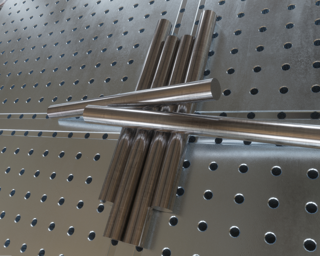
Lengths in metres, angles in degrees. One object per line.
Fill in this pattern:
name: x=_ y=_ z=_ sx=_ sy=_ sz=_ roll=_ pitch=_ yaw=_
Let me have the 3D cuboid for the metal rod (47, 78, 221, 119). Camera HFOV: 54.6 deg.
metal rod: x=-0.058 y=-0.035 z=0.432 sx=0.300 sy=0.025 sz=0.025 roll=-4 pitch=60 yaw=36

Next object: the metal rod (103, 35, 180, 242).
metal rod: x=-0.017 y=-0.003 z=0.419 sx=0.025 sy=0.025 sz=0.300 roll=2 pitch=62 yaw=29

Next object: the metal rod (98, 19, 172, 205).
metal rod: x=-0.029 y=-0.039 z=0.447 sx=0.025 sy=0.025 sz=0.300 roll=1 pitch=62 yaw=29

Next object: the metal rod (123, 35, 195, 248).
metal rod: x=0.007 y=-0.001 z=0.407 sx=0.025 sy=0.025 sz=0.300 roll=1 pitch=62 yaw=29

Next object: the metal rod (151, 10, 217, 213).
metal rod: x=0.039 y=-0.040 z=0.412 sx=0.025 sy=0.025 sz=0.300 roll=1 pitch=62 yaw=29

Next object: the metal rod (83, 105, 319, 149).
metal rod: x=0.044 y=-0.004 z=0.362 sx=0.301 sy=0.025 sz=0.025 roll=6 pitch=65 yaw=21
